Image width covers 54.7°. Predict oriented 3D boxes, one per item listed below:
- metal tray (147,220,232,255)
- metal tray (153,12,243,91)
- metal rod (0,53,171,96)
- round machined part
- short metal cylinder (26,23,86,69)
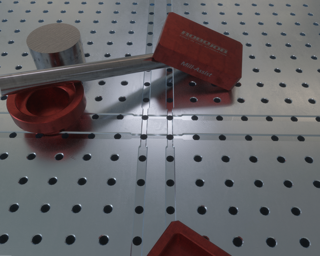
[{"bbox_3d":[0.013,0.159,0.270,0.090,0.030,0.131,29,56,22],"label":"metal tray"},{"bbox_3d":[0.062,-0.119,0.477,0.131,0.030,0.090,21,50,-9],"label":"metal tray"},{"bbox_3d":[-0.063,-0.086,0.439,0.302,0.025,0.025,-16,51,-29],"label":"metal rod"},{"bbox_3d":[-0.149,-0.030,0.421,0.099,0.042,0.098,0,50,0],"label":"round machined part"},{"bbox_3d":[-0.163,-0.123,0.494,0.081,0.050,0.080,0,50,0],"label":"short metal cylinder"}]
